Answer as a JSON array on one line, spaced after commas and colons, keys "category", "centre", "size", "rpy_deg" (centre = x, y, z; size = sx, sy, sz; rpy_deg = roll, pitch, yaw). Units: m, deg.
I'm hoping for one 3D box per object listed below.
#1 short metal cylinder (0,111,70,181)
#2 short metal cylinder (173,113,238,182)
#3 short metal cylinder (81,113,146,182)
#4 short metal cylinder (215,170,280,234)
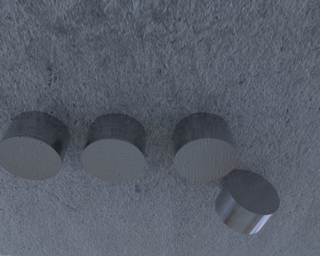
[{"category": "short metal cylinder", "centre": [-0.165, 0.024, 0.410], "size": [0.081, 0.050, 0.079], "rpy_deg": [0, 130, 0]}, {"category": "short metal cylinder", "centre": [0.058, 0.026, 0.414], "size": [0.081, 0.050, 0.079], "rpy_deg": [0, 130, 0]}, {"category": "short metal cylinder", "centre": [-0.059, 0.027, 0.413], "size": [0.081, 0.050, 0.079], "rpy_deg": [0, 130, 0]}, {"category": "short metal cylinder", "centre": [0.130, 0.110, 0.466], "size": [0.081, 0.080, 0.050], "rpy_deg": [11, 129, -9]}]
